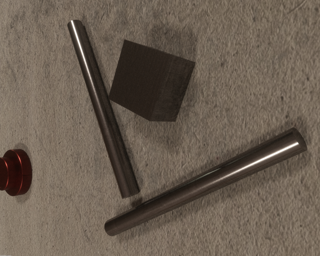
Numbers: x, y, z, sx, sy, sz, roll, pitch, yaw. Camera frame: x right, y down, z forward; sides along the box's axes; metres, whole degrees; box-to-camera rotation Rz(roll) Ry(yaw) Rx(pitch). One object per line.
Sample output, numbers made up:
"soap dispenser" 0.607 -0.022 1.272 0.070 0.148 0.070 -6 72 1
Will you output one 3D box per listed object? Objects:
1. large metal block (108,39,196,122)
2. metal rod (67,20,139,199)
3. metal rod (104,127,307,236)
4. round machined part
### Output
"large metal block" -0.012 -0.060 0.397 0.080 0.050 0.079 29 108 36
"metal rod" -0.092 -0.039 0.478 0.025 0.025 0.299 -32 70 35
"metal rod" 0.030 0.080 0.378 0.299 0.025 0.025 -34 69 34
"round machined part" -0.312 0.094 0.647 0.098 0.042 0.097 0 90 39
